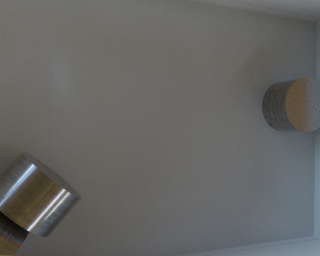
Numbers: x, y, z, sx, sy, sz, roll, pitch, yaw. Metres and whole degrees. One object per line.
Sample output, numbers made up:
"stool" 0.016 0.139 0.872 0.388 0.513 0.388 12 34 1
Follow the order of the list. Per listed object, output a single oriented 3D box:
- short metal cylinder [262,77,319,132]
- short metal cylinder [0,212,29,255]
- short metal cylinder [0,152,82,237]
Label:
"short metal cylinder" 0.206 -0.034 0.473 0.081 0.050 0.080 0 90 -20
"short metal cylinder" -0.180 0.118 0.315 0.050 0.080 0.080 43 77 -15
"short metal cylinder" -0.133 0.070 0.332 0.080 0.080 0.050 43 77 -15
